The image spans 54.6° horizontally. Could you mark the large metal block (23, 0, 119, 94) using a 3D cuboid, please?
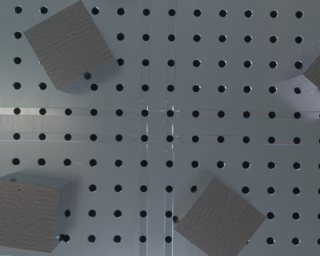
[{"bbox_3d":[-0.111,-0.101,0.400,0.080,0.050,0.080,-30,90,0],"label":"large metal block"}]

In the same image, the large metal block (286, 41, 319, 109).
[{"bbox_3d":[0.230,-0.070,0.402,0.080,0.050,0.080,41,90,0],"label":"large metal block"}]

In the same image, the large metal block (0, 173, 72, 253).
[{"bbox_3d":[-0.166,0.106,0.400,0.080,0.050,0.080,8,90,0],"label":"large metal block"}]

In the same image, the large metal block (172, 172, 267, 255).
[{"bbox_3d":[0.074,0.116,0.401,0.080,0.050,0.080,38,90,0],"label":"large metal block"}]
